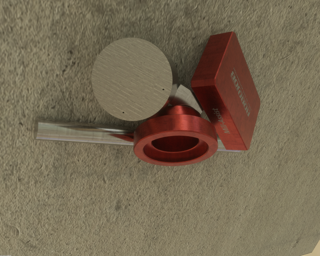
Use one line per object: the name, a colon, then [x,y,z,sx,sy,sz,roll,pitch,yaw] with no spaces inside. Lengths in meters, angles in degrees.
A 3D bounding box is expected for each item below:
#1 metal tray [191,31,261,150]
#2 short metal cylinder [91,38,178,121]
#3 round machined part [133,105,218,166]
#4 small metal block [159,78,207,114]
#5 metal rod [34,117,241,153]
metal tray: [0.090,-0.043,0.394,0.130,0.030,0.090,54,48,-40]
short metal cylinder: [-0.024,-0.050,0.323,0.080,0.050,0.079,1,98,9]
round machined part: [0.018,0.008,0.372,0.099,0.042,0.098,-2,151,-1]
small metal block: [0.023,-0.041,0.377,0.050,0.050,0.025,26,104,-37]
metal rod: [-0.006,0.014,0.414,0.302,0.025,0.025,6,116,-31]
